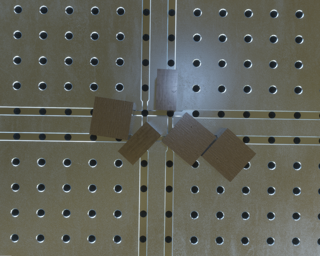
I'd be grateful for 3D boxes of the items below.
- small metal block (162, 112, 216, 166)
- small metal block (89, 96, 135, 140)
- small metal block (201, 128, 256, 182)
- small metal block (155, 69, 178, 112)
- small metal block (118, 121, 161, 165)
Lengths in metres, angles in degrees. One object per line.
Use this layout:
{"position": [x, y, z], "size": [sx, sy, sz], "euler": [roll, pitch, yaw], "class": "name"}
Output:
{"position": [0.038, 0.014, 0.414], "size": [0.050, 0.025, 0.050], "euler": [40, 90, 0], "class": "small metal block"}
{"position": [-0.063, -0.013, 0.413], "size": [0.050, 0.025, 0.050], "euler": [9, 90, 0], "class": "small metal block"}
{"position": [0.089, 0.035, 0.414], "size": [0.050, 0.025, 0.050], "euler": [42, 90, 0], "class": "small metal block"}
{"position": [0.008, -0.047, 0.401], "size": [0.025, 0.050, 0.050], "euler": [3, 90, 0], "class": "small metal block"}
{"position": [-0.025, 0.019, 0.401], "size": [0.025, 0.050, 0.050], "euler": [44, 90, 0], "class": "small metal block"}
